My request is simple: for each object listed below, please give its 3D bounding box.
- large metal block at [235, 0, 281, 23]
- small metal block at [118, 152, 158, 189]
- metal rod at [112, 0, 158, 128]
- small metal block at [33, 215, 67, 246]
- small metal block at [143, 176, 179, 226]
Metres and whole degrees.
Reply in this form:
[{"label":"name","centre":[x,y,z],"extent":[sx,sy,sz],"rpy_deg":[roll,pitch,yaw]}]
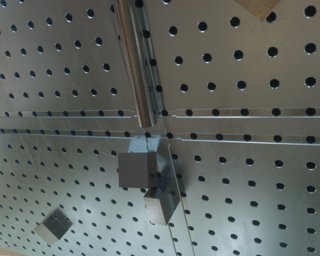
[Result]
[{"label":"large metal block","centre":[0.075,-0.139,0.250],"extent":[0.080,0.080,0.050],"rpy_deg":[39,129,1]},{"label":"small metal block","centre":[-0.032,0.060,0.450],"extent":[0.050,0.025,0.050],"rpy_deg":[-4,87,29]},{"label":"metal rod","centre":[-0.039,-0.137,0.345],"extent":[0.025,0.025,0.298],"rpy_deg":[4,121,26]},{"label":"small metal block","centre":[-0.238,0.223,0.671],"extent":[0.050,0.025,0.050],"rpy_deg":[48,128,-6]},{"label":"small metal block","centre":[0.003,0.107,0.458],"extent":[0.025,0.050,0.050],"rpy_deg":[1,119,27]}]
